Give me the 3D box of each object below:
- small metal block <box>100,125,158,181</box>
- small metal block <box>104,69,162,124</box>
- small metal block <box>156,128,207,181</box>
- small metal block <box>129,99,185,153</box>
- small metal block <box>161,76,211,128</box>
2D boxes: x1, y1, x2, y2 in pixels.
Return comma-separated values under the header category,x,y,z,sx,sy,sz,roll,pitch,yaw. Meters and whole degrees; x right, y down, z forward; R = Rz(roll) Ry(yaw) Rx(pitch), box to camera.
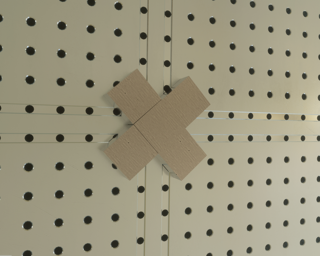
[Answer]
category,x,y,z,sx,sy,sz,roll,pitch,yaw
small metal block,-0.040,0.031,0.399,0.050,0.025,0.050,-43,104,-15
small metal block,-0.035,-0.040,0.400,0.050,0.025,0.050,-43,104,-15
small metal block,0.027,0.035,0.424,0.050,0.025,0.050,-43,104,-15
small metal block,-0.004,-0.002,0.411,0.050,0.025,0.050,-43,104,-15
small metal block,0.032,-0.035,0.425,0.050,0.025,0.050,-43,104,-15
